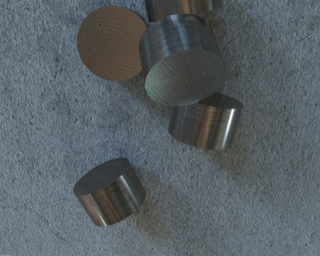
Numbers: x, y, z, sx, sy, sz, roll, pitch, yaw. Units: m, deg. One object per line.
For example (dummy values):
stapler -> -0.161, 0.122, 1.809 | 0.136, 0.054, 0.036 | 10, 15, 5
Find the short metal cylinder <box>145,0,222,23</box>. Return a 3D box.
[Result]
short metal cylinder -> 0.022, -0.145, 0.327 | 0.080, 0.080, 0.050 | -11, 110, 4

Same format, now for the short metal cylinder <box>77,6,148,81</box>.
short metal cylinder -> -0.050, -0.099, 0.359 | 0.081, 0.050, 0.079 | 0, 110, 0

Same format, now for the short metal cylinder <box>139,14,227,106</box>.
short metal cylinder -> 0.022, -0.066, 0.314 | 0.081, 0.050, 0.080 | -8, 147, -5

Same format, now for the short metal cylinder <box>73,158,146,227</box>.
short metal cylinder -> -0.066, 0.083, 0.410 | 0.080, 0.080, 0.050 | -23, 109, 8

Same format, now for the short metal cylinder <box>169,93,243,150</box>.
short metal cylinder -> 0.054, -0.013, 0.376 | 0.081, 0.080, 0.050 | 10, 110, -4
